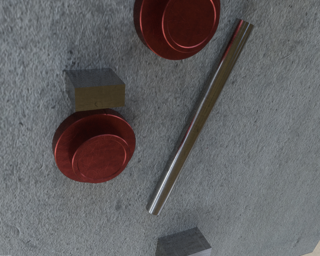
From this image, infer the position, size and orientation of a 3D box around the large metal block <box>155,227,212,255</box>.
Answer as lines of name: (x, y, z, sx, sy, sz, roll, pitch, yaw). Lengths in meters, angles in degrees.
large metal block: (0.039, 0.234, 0.557, 0.081, 0.050, 0.079, -7, 122, -25)

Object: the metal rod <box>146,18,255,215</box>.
metal rod: (0.048, -0.002, 0.431, 0.025, 0.025, 0.298, 11, 113, -33)

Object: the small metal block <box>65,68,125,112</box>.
small metal block: (-0.069, -0.042, 0.327, 0.050, 0.050, 0.025, -8, 122, -24)

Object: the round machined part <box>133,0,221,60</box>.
round machined part: (0.025, -0.120, 0.335, 0.099, 0.042, 0.097, -14, 124, -21)

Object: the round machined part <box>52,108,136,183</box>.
round machined part: (-0.075, 0.027, 0.372, 0.099, 0.042, 0.097, -14, 124, -21)
